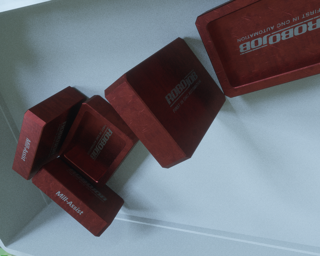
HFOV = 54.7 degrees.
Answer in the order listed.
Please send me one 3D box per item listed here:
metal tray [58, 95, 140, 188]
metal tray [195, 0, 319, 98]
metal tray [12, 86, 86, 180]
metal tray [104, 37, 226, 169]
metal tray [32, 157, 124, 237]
[{"bbox_3d":[-0.093,0.024,0.467,0.090,0.030,0.129,39,129,1],"label":"metal tray"},{"bbox_3d":[0.110,-0.089,0.292,0.130,0.030,0.090,-14,111,33],"label":"metal tray"},{"bbox_3d":[-0.163,0.008,0.455,0.030,0.090,0.129,36,129,4],"label":"metal tray"},{"bbox_3d":[0.014,-0.032,0.313,0.030,0.131,0.090,-31,101,38],"label":"metal tray"},{"bbox_3d":[-0.124,0.101,0.489,0.130,0.090,0.030,41,101,0],"label":"metal tray"}]
